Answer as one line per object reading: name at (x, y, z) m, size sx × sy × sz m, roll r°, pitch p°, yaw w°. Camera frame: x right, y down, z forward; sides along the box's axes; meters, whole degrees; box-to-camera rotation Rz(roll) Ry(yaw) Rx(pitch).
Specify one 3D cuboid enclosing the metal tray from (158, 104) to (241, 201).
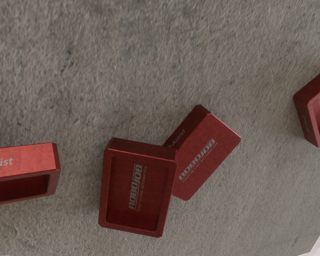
metal tray at (0.048, 0.040, 0.457) m, size 0.090 × 0.030 × 0.130 m, roll 34°, pitch 99°, yaw -39°

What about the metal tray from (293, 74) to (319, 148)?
metal tray at (0.291, -0.035, 0.544) m, size 0.090 × 0.030 × 0.130 m, roll -39°, pitch 130°, yaw -2°

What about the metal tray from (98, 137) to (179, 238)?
metal tray at (-0.030, 0.082, 0.411) m, size 0.091 × 0.030 × 0.129 m, roll 11°, pitch 117°, yaw 1°

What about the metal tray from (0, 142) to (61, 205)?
metal tray at (-0.173, 0.053, 0.312) m, size 0.131 × 0.030 × 0.090 m, roll -6°, pitch 155°, yaw -26°
